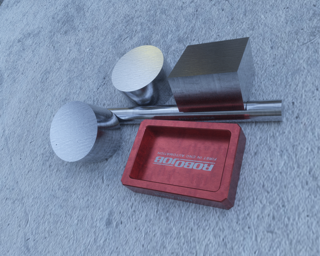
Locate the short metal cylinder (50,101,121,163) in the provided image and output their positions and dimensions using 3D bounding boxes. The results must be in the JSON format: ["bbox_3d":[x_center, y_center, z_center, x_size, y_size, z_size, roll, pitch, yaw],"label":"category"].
[{"bbox_3d":[-0.101,0.007,0.423,0.080,0.050,0.080,-4,80,27],"label":"short metal cylinder"}]

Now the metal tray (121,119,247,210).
[{"bbox_3d":[0.027,0.038,0.364,0.130,0.030,0.090,4,63,29],"label":"metal tray"}]

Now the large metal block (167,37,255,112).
[{"bbox_3d":[0.066,-0.065,0.379,0.080,0.050,0.080,-1,40,28],"label":"large metal block"}]

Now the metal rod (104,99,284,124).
[{"bbox_3d":[0.004,-0.019,0.416,0.300,0.025,0.025,-1,62,27],"label":"metal rod"}]

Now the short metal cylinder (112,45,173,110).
[{"bbox_3d":[-0.021,-0.071,0.444,0.080,0.050,0.080,-13,56,20],"label":"short metal cylinder"}]
